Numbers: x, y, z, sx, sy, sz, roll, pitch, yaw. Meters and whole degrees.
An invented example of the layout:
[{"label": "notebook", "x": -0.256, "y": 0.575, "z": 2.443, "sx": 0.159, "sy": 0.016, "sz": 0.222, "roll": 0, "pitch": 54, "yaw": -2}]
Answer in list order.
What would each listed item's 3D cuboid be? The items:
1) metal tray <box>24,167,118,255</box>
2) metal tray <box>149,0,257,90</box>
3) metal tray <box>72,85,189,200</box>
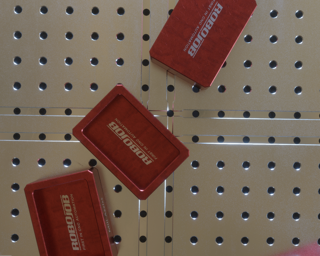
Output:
[{"label": "metal tray", "x": -0.116, "y": 0.126, "z": 0.410, "sx": 0.090, "sy": 0.030, "sz": 0.129, "roll": -13, "pitch": 90, "yaw": 0}, {"label": "metal tray", "x": 0.055, "y": -0.128, "z": 0.411, "sx": 0.090, "sy": 0.030, "sz": 0.130, "roll": 30, "pitch": 90, "yaw": 0}, {"label": "metal tray", "x": -0.037, "y": 0.018, "z": 0.410, "sx": 0.130, "sy": 0.030, "sz": 0.090, "roll": 45, "pitch": 90, "yaw": 0}]
